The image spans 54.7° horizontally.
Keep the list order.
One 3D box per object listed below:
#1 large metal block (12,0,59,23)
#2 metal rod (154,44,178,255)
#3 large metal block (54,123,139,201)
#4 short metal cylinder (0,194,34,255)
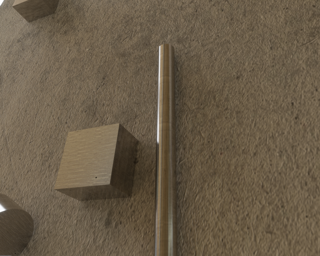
[{"bbox_3d":[-0.284,-0.303,0.722,0.080,0.050,0.080,-8,58,24],"label":"large metal block"},{"bbox_3d":[0.008,0.009,0.394,0.025,0.025,0.299,-13,56,21],"label":"metal rod"},{"bbox_3d":[-0.079,0.046,0.401,0.080,0.050,0.080,-9,58,23],"label":"large metal block"},{"bbox_3d":[-0.214,0.131,0.400,0.050,0.080,0.080,20,72,35],"label":"short metal cylinder"}]
